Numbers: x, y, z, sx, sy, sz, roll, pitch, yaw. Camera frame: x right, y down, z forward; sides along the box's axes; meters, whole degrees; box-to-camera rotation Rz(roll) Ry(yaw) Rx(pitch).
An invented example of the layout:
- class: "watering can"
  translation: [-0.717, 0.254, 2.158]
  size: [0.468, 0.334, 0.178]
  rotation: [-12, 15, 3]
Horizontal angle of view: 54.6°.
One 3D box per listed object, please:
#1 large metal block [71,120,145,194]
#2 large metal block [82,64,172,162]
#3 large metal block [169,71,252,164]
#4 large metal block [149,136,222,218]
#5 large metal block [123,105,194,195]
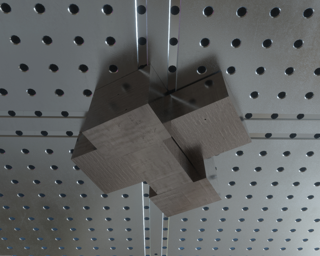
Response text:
- class: "large metal block"
  translation: [-0.060, 0.038, 0.428]
  size: [0.080, 0.050, 0.080]
  rotation: [-21, 127, 17]
- class: "large metal block"
  translation: [-0.035, -0.018, 0.359]
  size: [0.080, 0.080, 0.050]
  rotation: [-22, 126, 18]
- class: "large metal block"
  translation: [0.057, -0.010, 0.386]
  size: [0.080, 0.050, 0.080]
  rotation: [-23, 129, 18]
- class: "large metal block"
  translation: [0.033, 0.066, 0.432]
  size: [0.080, 0.080, 0.050]
  rotation: [-23, 126, 17]
- class: "large metal block"
  translation: [0.000, 0.024, 0.395]
  size: [0.050, 0.080, 0.080]
  rotation: [-23, 127, 18]
